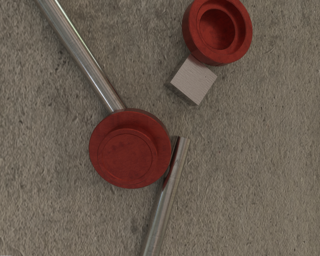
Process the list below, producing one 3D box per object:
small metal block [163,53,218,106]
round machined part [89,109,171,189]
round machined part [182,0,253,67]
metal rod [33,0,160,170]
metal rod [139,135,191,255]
[{"bbox_3d":[0.042,-0.065,0.425,0.050,0.025,0.050,37,78,-16],"label":"small metal block"},{"bbox_3d":[-0.036,0.028,0.367,0.099,0.042,0.097,0,105,2],"label":"round machined part"},{"bbox_3d":[0.074,-0.132,0.425,0.099,0.042,0.097,1,87,-22],"label":"round machined part"},{"bbox_3d":[-0.083,-0.071,0.378,0.025,0.025,0.299,-36,102,-17],"label":"metal rod"},{"bbox_3d":[-0.011,0.156,0.405,0.025,0.025,0.299,18,84,-19],"label":"metal rod"}]
